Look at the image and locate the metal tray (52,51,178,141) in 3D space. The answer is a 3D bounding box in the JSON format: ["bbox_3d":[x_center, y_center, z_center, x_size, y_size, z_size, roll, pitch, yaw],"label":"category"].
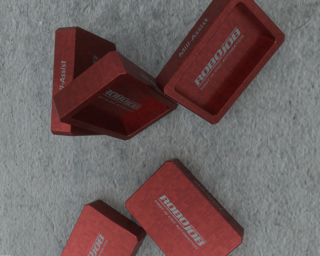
[{"bbox_3d":[-0.046,-0.030,0.366,0.090,0.130,0.030,-33,65,18],"label":"metal tray"}]

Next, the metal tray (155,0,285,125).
[{"bbox_3d":[0.068,-0.077,0.351,0.130,0.090,0.030,-53,34,12],"label":"metal tray"}]

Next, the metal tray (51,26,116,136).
[{"bbox_3d":[-0.097,-0.056,0.406,0.030,0.090,0.129,4,91,23],"label":"metal tray"}]

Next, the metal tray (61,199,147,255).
[{"bbox_3d":[-0.087,0.180,0.436,0.090,0.030,0.129,29,99,17],"label":"metal tray"}]

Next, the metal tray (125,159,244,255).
[{"bbox_3d":[0.029,0.115,0.395,0.090,0.030,0.130,-47,76,13],"label":"metal tray"}]
